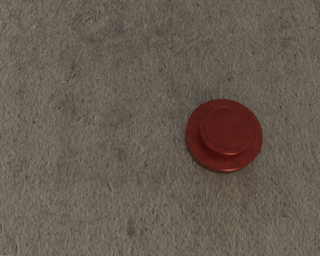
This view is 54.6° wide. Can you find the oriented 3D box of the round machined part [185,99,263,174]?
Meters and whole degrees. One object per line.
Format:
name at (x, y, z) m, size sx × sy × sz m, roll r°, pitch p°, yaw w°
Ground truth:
round machined part at (0.083, 0.006, 0.397) m, size 0.099 × 0.042 × 0.098 m, roll 0°, pitch 70°, yaw 0°
